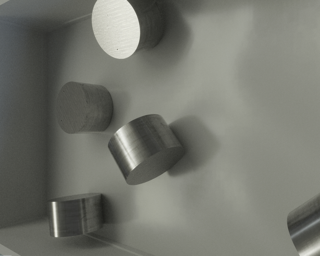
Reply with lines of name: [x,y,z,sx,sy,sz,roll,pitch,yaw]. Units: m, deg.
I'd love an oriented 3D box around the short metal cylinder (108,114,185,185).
short metal cylinder: [-0.017,0.028,0.385,0.080,0.081,0.050,-47,62,30]

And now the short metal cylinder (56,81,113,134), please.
short metal cylinder: [-0.120,-0.031,0.490,0.080,0.050,0.080,0,90,40]

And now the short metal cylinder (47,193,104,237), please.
short metal cylinder: [-0.130,0.132,0.478,0.080,0.081,0.050,-11,83,39]

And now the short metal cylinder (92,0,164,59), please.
short metal cylinder: [-0.043,-0.137,0.408,0.080,0.050,0.079,18,124,30]

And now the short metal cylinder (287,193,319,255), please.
short metal cylinder: [0.151,0.089,0.246,0.050,0.081,0.080,-48,61,29]
